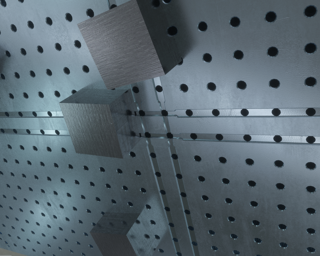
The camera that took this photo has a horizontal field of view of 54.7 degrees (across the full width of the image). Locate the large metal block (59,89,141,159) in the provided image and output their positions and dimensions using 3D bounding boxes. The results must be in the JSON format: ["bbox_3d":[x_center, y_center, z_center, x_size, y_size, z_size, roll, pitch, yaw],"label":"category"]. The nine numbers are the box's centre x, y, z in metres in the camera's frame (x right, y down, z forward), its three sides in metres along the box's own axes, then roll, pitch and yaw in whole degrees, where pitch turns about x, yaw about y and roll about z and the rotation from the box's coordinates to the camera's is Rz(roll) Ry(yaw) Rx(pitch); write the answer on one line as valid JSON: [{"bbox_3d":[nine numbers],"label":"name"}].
[{"bbox_3d":[-0.081,-0.008,0.431,0.080,0.050,0.079,4,120,26],"label":"large metal block"}]

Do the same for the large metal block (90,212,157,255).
[{"bbox_3d":[-0.064,0.199,0.550,0.080,0.050,0.080,-8,115,31],"label":"large metal block"}]

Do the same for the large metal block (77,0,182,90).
[{"bbox_3d":[-0.032,-0.097,0.351,0.080,0.050,0.080,-9,114,32],"label":"large metal block"}]
